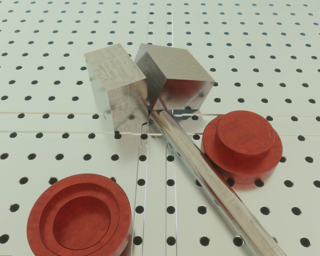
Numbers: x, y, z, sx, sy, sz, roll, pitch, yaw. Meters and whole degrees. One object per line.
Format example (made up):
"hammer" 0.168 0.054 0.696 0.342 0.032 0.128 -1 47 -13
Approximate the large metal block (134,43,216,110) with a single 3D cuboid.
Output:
"large metal block" 0.015 -0.071 0.432 0.081 0.050 0.080 -3 45 -35

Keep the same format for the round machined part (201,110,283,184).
"round machined part" 0.102 0.016 0.384 0.099 0.042 0.098 0 50 0

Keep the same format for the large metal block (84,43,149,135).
"large metal block" -0.057 -0.052 0.415 0.050 0.080 0.080 -22 54 -18

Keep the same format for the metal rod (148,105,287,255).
"metal rod" 0.067 0.071 0.348 0.025 0.025 0.300 -24 54 -19

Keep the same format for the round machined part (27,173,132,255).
"round machined part" -0.077 0.098 0.313 0.099 0.042 0.098 0 50 0
